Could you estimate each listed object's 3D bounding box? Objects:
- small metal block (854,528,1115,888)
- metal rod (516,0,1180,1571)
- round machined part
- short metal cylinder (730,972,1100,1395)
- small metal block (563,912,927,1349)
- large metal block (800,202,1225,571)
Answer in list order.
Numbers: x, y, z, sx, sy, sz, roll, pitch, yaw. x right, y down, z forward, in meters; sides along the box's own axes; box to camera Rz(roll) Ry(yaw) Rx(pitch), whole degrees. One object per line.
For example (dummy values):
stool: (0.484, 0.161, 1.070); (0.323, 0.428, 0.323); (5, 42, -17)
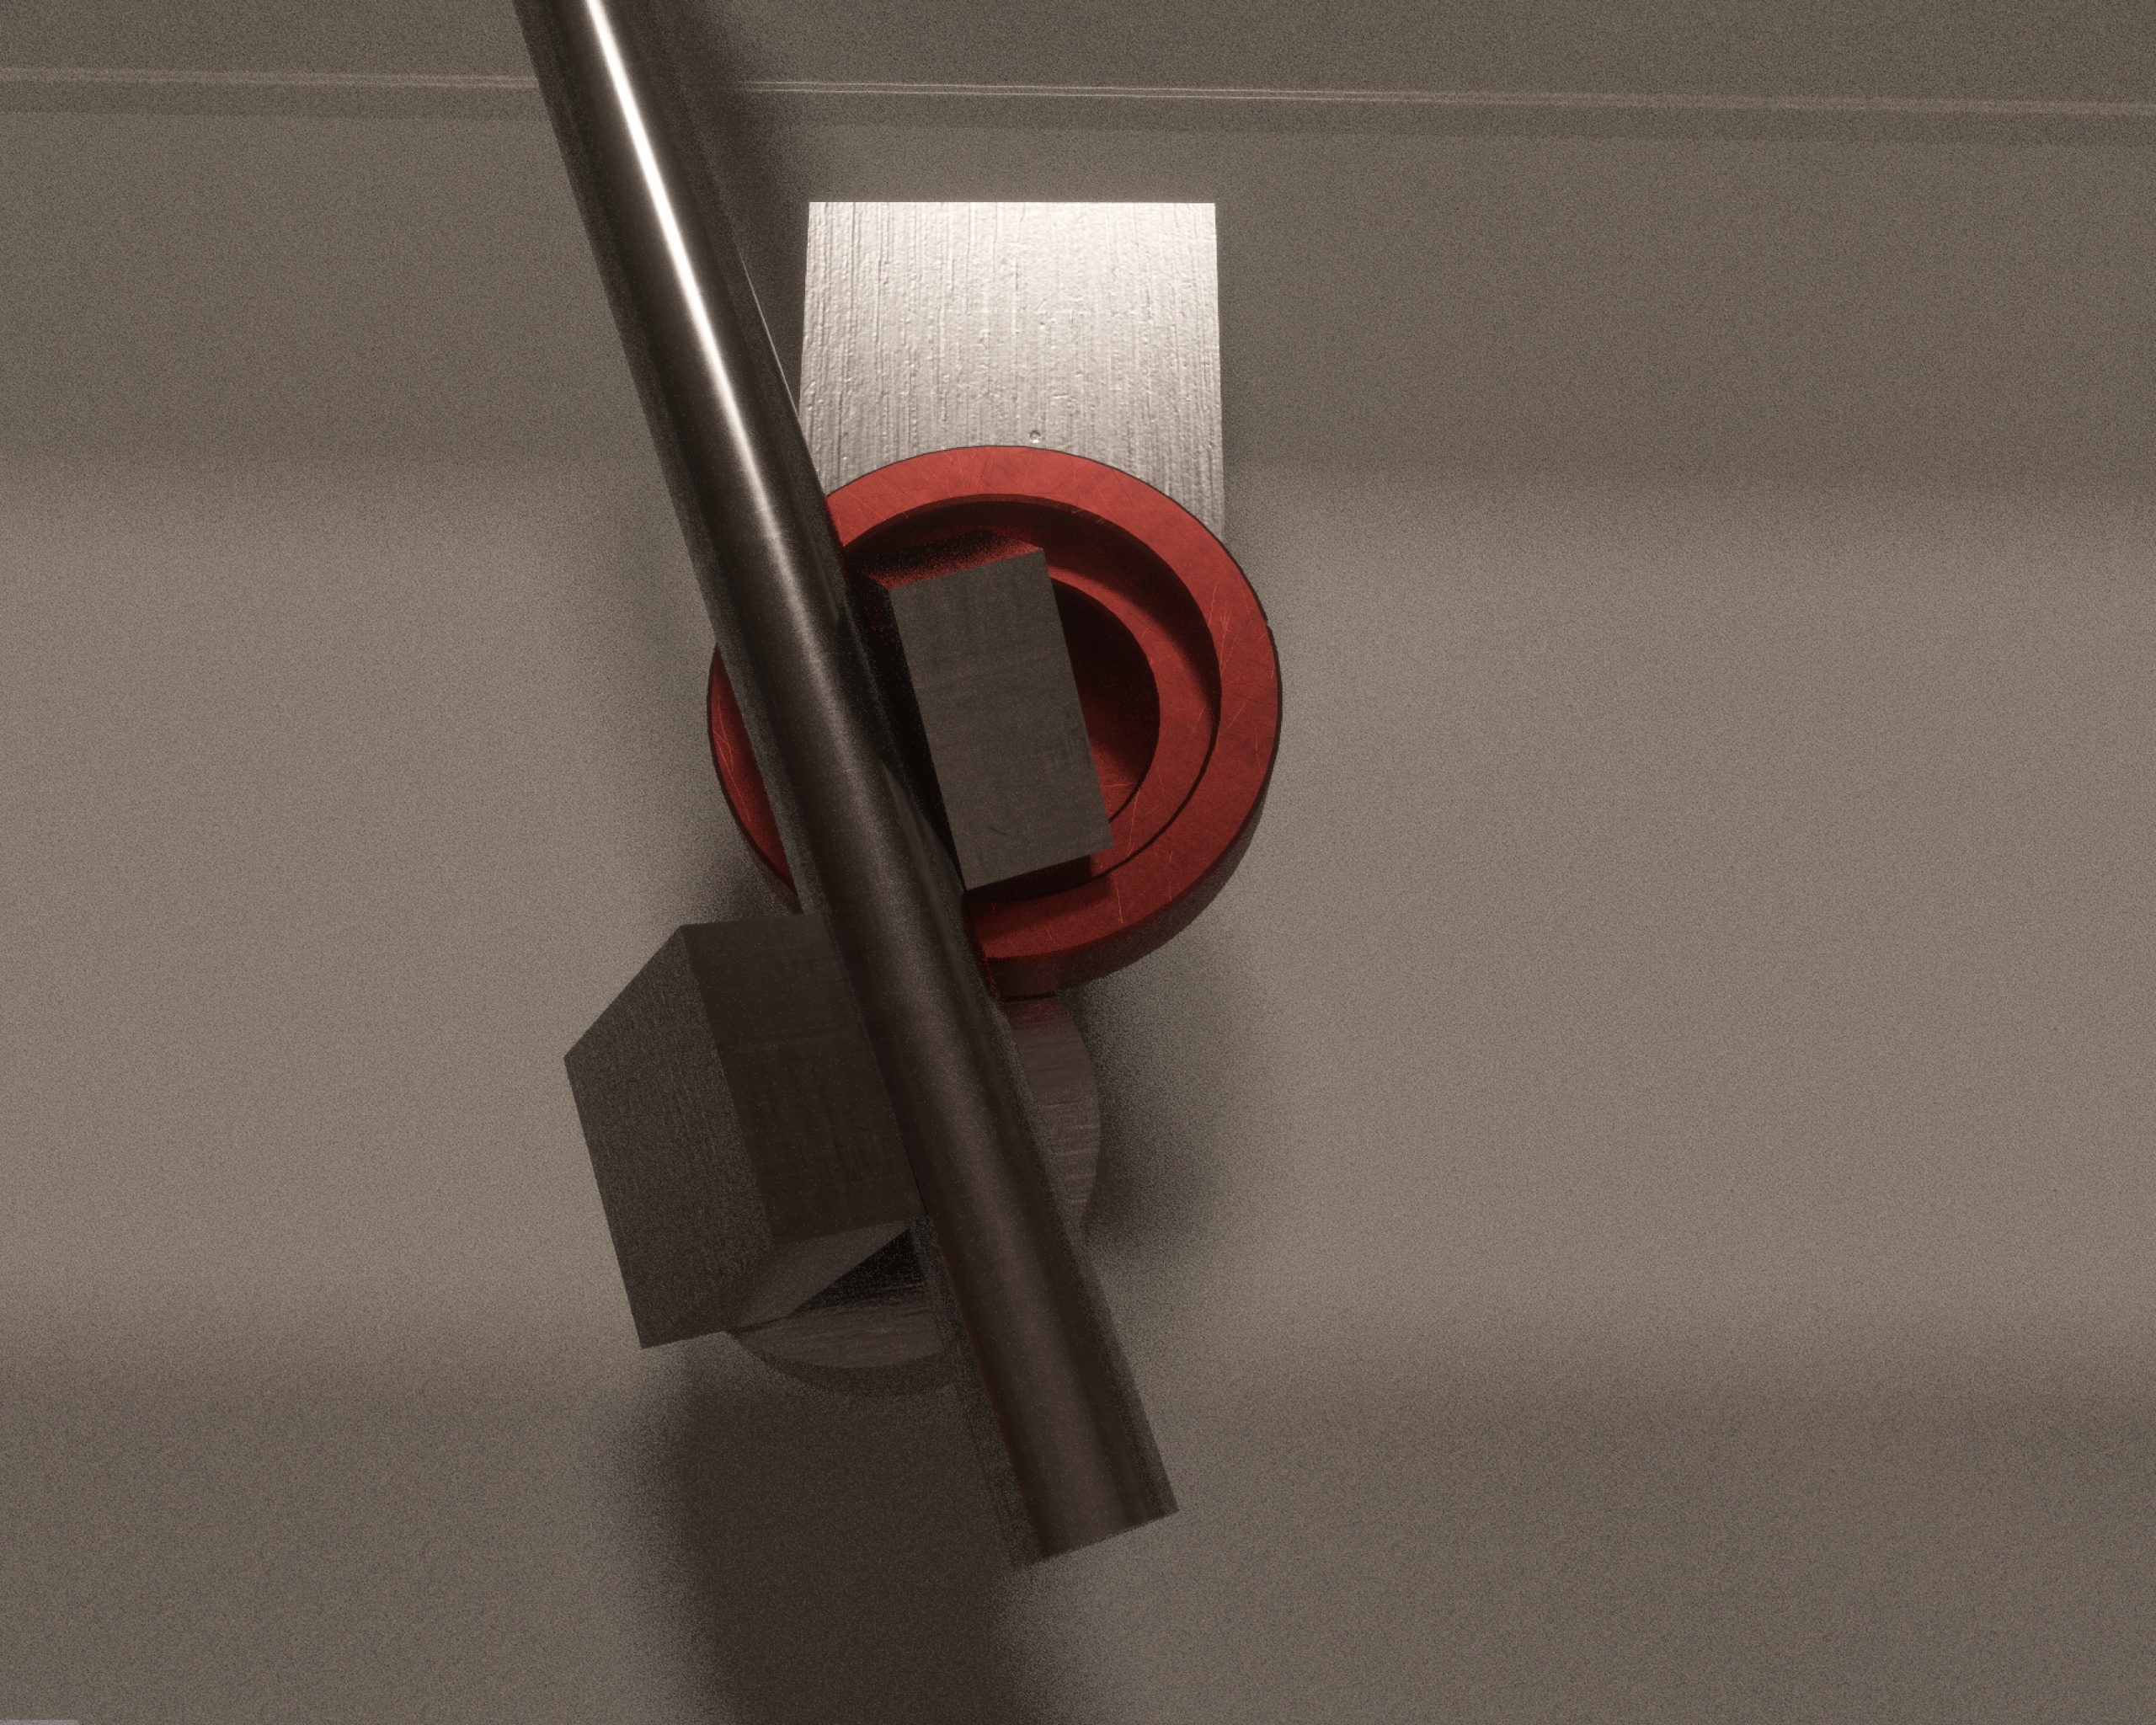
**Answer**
small metal block: (-0.017, -0.028, 0.354); (0.025, 0.050, 0.050); (-16, 106, -10)
metal rod: (-0.046, -0.036, 0.346); (0.025, 0.025, 0.299); (-18, 71, -7)
round machined part: (-0.014, -0.022, 0.376); (0.099, 0.042, 0.098); (0, 70, -1)
short metal cylinder: (-0.037, 0.053, 0.376); (0.081, 0.050, 0.080); (0, 70, 0)
small metal block: (-0.053, 0.042, 0.324); (0.025, 0.050, 0.050); (-5, 65, -38)
large metal block: (-0.013, -0.085, 0.424); (0.081, 0.050, 0.080); (0, 70, -1)
